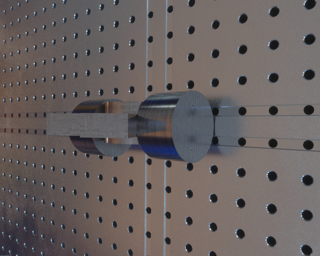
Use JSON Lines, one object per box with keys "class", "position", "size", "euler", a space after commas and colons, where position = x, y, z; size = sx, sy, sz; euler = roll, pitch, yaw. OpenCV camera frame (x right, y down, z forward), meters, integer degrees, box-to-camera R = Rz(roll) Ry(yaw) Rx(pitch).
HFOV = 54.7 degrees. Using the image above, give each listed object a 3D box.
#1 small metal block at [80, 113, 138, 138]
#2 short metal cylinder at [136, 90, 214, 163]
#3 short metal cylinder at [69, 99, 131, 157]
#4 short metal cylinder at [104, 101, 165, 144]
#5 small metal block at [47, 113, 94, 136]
{"class": "small metal block", "position": [-0.052, -0.003, 0.336], "size": [0.050, 0.050, 0.025], "euler": [1, 91, 9]}
{"class": "short metal cylinder", "position": [0.019, -0.002, 0.357], "size": [0.050, 0.081, 0.079], "euler": [1, 91, 41]}
{"class": "short metal cylinder", "position": [-0.081, -0.001, 0.440], "size": [0.050, 0.081, 0.079], "euler": [2, 91, 40]}
{"class": "short metal cylinder", "position": [-0.030, -0.007, 0.398], "size": [0.080, 0.081, 0.050], "euler": [2, 91, 40]}
{"class": "small metal block", "position": [-0.098, -0.004, 0.368], "size": [0.050, 0.050, 0.025], "euler": [1, 91, 8]}
